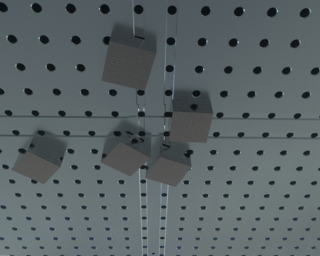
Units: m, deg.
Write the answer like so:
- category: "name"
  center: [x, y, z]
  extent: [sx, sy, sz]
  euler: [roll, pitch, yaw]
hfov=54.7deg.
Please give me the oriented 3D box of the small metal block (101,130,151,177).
- category: "small metal block"
  center: [-0.048, 0.037, 0.443]
  extent: [0.050, 0.025, 0.050]
  euler: [30, 124, -24]

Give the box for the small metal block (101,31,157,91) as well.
- category: "small metal block"
  center: [-0.035, -0.074, 0.348]
  extent: [0.050, 0.025, 0.050]
  euler: [12, 129, -11]

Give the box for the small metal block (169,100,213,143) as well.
- category: "small metal block"
  center: [0.039, -0.008, 0.405]
  extent: [0.050, 0.025, 0.050]
  euler: [3, 130, -3]

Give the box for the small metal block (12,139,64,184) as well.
- category: "small metal block"
  center: [-0.177, 0.050, 0.452]
  extent: [0.050, 0.025, 0.050]
  euler: [33, 123, -25]

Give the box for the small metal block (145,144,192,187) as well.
- category: "small metal block"
  center: [0.012, 0.057, 0.461]
  extent: [0.050, 0.025, 0.050]
  euler: [19, 127, -17]
